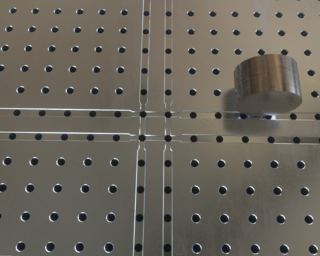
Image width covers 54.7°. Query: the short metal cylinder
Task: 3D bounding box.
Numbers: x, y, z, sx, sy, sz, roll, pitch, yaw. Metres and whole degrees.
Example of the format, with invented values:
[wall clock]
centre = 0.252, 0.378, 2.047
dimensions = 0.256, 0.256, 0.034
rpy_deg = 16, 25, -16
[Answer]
[short metal cylinder]
centre = 0.139, -0.053, 0.404
dimensions = 0.081, 0.080, 0.050
rpy_deg = 2, 70, 0
